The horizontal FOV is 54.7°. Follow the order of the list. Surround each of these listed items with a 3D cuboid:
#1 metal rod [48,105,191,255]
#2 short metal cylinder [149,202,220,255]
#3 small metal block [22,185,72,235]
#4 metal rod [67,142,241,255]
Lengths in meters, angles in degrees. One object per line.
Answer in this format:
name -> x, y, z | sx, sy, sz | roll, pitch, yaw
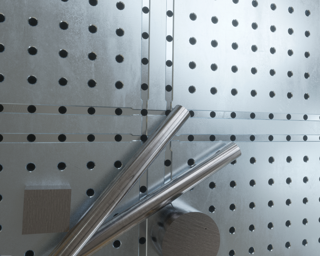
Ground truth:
metal rod -> -0.060, 0.085, 0.375 | 0.025, 0.025, 0.301 | 45, 70, -15
short metal cylinder -> 0.032, 0.145, 0.411 | 0.081, 0.050, 0.079 | 0, 90, -20
small metal block -> -0.133, 0.095, 0.364 | 0.050, 0.025, 0.050 | 3, 89, -20
metal rod -> -0.015, 0.102, 0.407 | 0.302, 0.025, 0.025 | -30, 100, -18
